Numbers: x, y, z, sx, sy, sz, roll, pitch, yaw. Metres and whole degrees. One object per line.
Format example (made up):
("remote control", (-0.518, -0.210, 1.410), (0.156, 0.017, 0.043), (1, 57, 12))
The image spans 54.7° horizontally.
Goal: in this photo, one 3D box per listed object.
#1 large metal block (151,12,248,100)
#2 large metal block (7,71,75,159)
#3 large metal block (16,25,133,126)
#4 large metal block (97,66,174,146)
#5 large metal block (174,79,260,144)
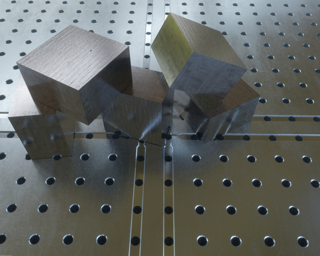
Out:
("large metal block", (0.045, -0.086, 0.375), (0.081, 0.050, 0.080), (8, 44, -32))
("large metal block", (-0.141, -0.019, 0.385), (0.050, 0.080, 0.080), (-5, 50, -4))
("large metal block", (-0.088, -0.060, 0.335), (0.080, 0.050, 0.080), (25, 54, 19))
("large metal block", (-0.028, -0.030, 0.396), (0.080, 0.080, 0.050), (15, 52, 11))
("large metal block", (0.073, -0.037, 0.423), (0.081, 0.050, 0.080), (-24, 54, -19))
